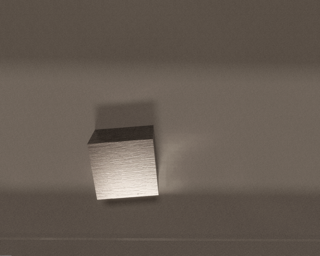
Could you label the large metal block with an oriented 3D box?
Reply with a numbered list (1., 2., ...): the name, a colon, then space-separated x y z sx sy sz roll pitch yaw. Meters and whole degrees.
1. large metal block: -0.046 0.045 0.414 0.081 0.050 0.079 -5 110 1
